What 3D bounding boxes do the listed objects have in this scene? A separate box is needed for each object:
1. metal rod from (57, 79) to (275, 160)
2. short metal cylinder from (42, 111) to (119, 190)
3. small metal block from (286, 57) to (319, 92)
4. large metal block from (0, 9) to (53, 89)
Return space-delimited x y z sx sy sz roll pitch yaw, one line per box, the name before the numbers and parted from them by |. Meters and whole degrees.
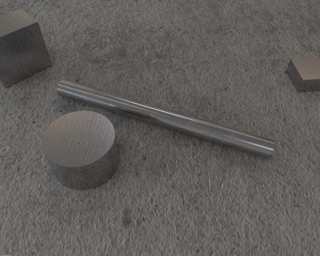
metal rod | -0.002 -0.016 0.416 0.301 0.025 0.025 17 52 13
short metal cylinder | -0.091 0.026 0.365 0.081 0.050 0.080 0 50 0
small metal block | 0.230 -0.082 0.474 0.050 0.025 0.050 -4 50 -4
large metal block | -0.221 -0.119 0.466 0.080 0.080 0.050 -36 59 -26
